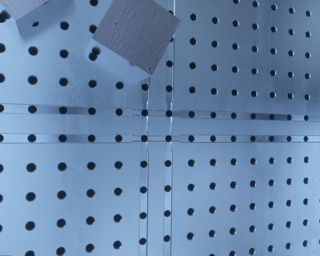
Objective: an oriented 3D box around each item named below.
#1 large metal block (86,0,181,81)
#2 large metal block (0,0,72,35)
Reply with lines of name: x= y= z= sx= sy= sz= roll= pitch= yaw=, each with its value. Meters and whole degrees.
large metal block: x=-0.034 y=-0.116 z=0.387 sx=0.080 sy=0.050 sz=0.080 roll=30 pitch=80 yaw=-18
large metal block: x=-0.152 y=-0.166 z=0.343 sx=0.080 sy=0.050 sz=0.080 roll=-41 pitch=103 yaw=-15
